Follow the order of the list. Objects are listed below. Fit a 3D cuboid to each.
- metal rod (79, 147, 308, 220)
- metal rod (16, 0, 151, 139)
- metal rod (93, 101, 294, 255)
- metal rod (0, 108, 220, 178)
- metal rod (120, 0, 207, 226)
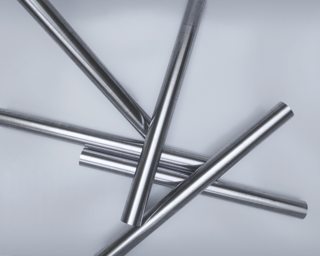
[{"bbox_3d":[0.044,0.074,0.411,0.302,0.025,0.025,14,90,0],"label":"metal rod"},{"bbox_3d":[-0.097,-0.092,0.348,0.025,0.025,0.300,-41,116,0],"label":"metal rod"},{"bbox_3d":[0.041,0.072,0.385,0.300,0.025,0.025,-40,90,1],"label":"metal rod"},{"bbox_3d":[-0.066,0.020,0.410,0.302,0.025,0.025,13,90,0],"label":"metal rod"},{"bbox_3d":[0.007,-0.029,0.390,0.025,0.025,0.299,17,82,0],"label":"metal rod"}]
